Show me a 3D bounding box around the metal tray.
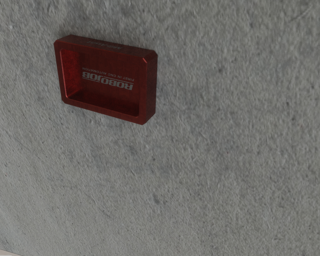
[{"bbox_3d":[-0.070,-0.063,0.399,0.130,0.030,0.089,16,125,19],"label":"metal tray"}]
